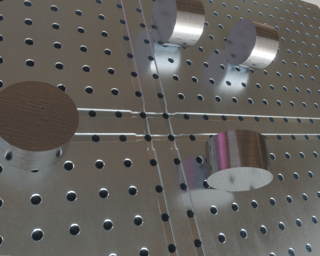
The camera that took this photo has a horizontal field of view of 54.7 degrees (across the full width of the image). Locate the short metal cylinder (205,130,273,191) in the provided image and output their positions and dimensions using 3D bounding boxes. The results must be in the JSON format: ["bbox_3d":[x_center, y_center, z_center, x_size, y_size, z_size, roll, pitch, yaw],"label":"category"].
[{"bbox_3d":[0.100,0.044,0.399,0.081,0.080,0.050,14,56,-20],"label":"short metal cylinder"}]

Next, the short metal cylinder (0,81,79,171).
[{"bbox_3d":[-0.131,-0.002,0.323,0.081,0.050,0.080,14,56,-21],"label":"short metal cylinder"}]

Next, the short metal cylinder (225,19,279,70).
[{"bbox_3d":[0.162,-0.147,0.549,0.050,0.080,0.080,5,60,-26],"label":"short metal cylinder"}]

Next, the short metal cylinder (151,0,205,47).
[{"bbox_3d":[0.026,-0.170,0.491,0.050,0.080,0.080,-3,63,-30],"label":"short metal cylinder"}]
